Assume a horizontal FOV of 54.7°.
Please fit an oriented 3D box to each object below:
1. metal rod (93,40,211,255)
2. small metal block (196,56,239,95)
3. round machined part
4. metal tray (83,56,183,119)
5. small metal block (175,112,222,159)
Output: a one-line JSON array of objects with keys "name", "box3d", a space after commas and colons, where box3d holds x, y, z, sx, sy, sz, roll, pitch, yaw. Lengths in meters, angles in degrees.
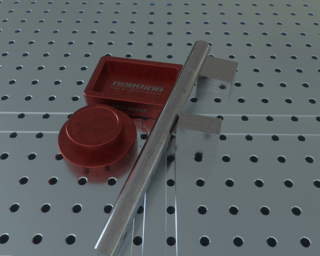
[{"name": "metal rod", "box3d": [0.003, 0.004, 0.374, 0.025, 0.025, 0.300, 18, 61, 14]}, {"name": "small metal block", "box3d": [0.089, -0.082, 0.477, 0.050, 0.025, 0.050, 16, 52, 13]}, {"name": "round machined part", "box3d": [-0.079, 0.008, 0.389, 0.099, 0.042, 0.098, 0, 50, 0]}, {"name": "metal tray", "box3d": [-0.034, -0.061, 0.454, 0.131, 0.030, 0.090, 8, 50, 6]}, {"name": "small metal block", "box3d": [0.047, 0.010, 0.383, 0.050, 0.050, 0.025, 9, 51, 7]}]
